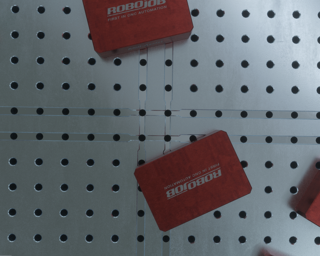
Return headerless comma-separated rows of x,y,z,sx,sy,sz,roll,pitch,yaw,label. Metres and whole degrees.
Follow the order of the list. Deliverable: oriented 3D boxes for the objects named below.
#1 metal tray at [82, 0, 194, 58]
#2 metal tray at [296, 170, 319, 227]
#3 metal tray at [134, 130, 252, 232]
-0.030,-0.153,0.410,0.131,0.030,0.089,-13,90,-1,metal tray
0.265,0.111,0.415,0.130,0.030,0.090,32,90,-1,metal tray
0.043,0.068,0.412,0.131,0.030,0.090,-24,90,-1,metal tray
